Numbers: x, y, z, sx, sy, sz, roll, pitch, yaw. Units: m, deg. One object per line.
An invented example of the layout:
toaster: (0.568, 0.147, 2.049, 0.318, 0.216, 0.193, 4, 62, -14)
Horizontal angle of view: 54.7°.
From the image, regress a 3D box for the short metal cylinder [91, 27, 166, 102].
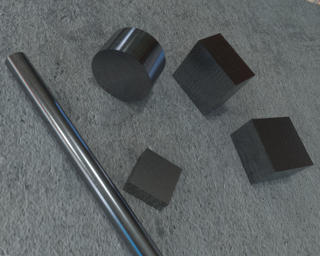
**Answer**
short metal cylinder: (-0.039, -0.080, 0.396, 0.080, 0.080, 0.050, 32, 52, -8)

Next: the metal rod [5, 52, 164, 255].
metal rod: (-0.080, 0.039, 0.336, 0.025, 0.025, 0.299, -29, 78, -37)

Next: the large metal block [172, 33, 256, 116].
large metal block: (0.076, -0.078, 0.457, 0.050, 0.080, 0.080, -29, 78, -37)

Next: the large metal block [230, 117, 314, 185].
large metal block: (0.163, 0.032, 0.456, 0.081, 0.050, 0.080, -4, 64, -30)

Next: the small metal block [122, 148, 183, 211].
small metal block: (-0.008, 0.060, 0.363, 0.050, 0.025, 0.050, 32, 52, -8)
